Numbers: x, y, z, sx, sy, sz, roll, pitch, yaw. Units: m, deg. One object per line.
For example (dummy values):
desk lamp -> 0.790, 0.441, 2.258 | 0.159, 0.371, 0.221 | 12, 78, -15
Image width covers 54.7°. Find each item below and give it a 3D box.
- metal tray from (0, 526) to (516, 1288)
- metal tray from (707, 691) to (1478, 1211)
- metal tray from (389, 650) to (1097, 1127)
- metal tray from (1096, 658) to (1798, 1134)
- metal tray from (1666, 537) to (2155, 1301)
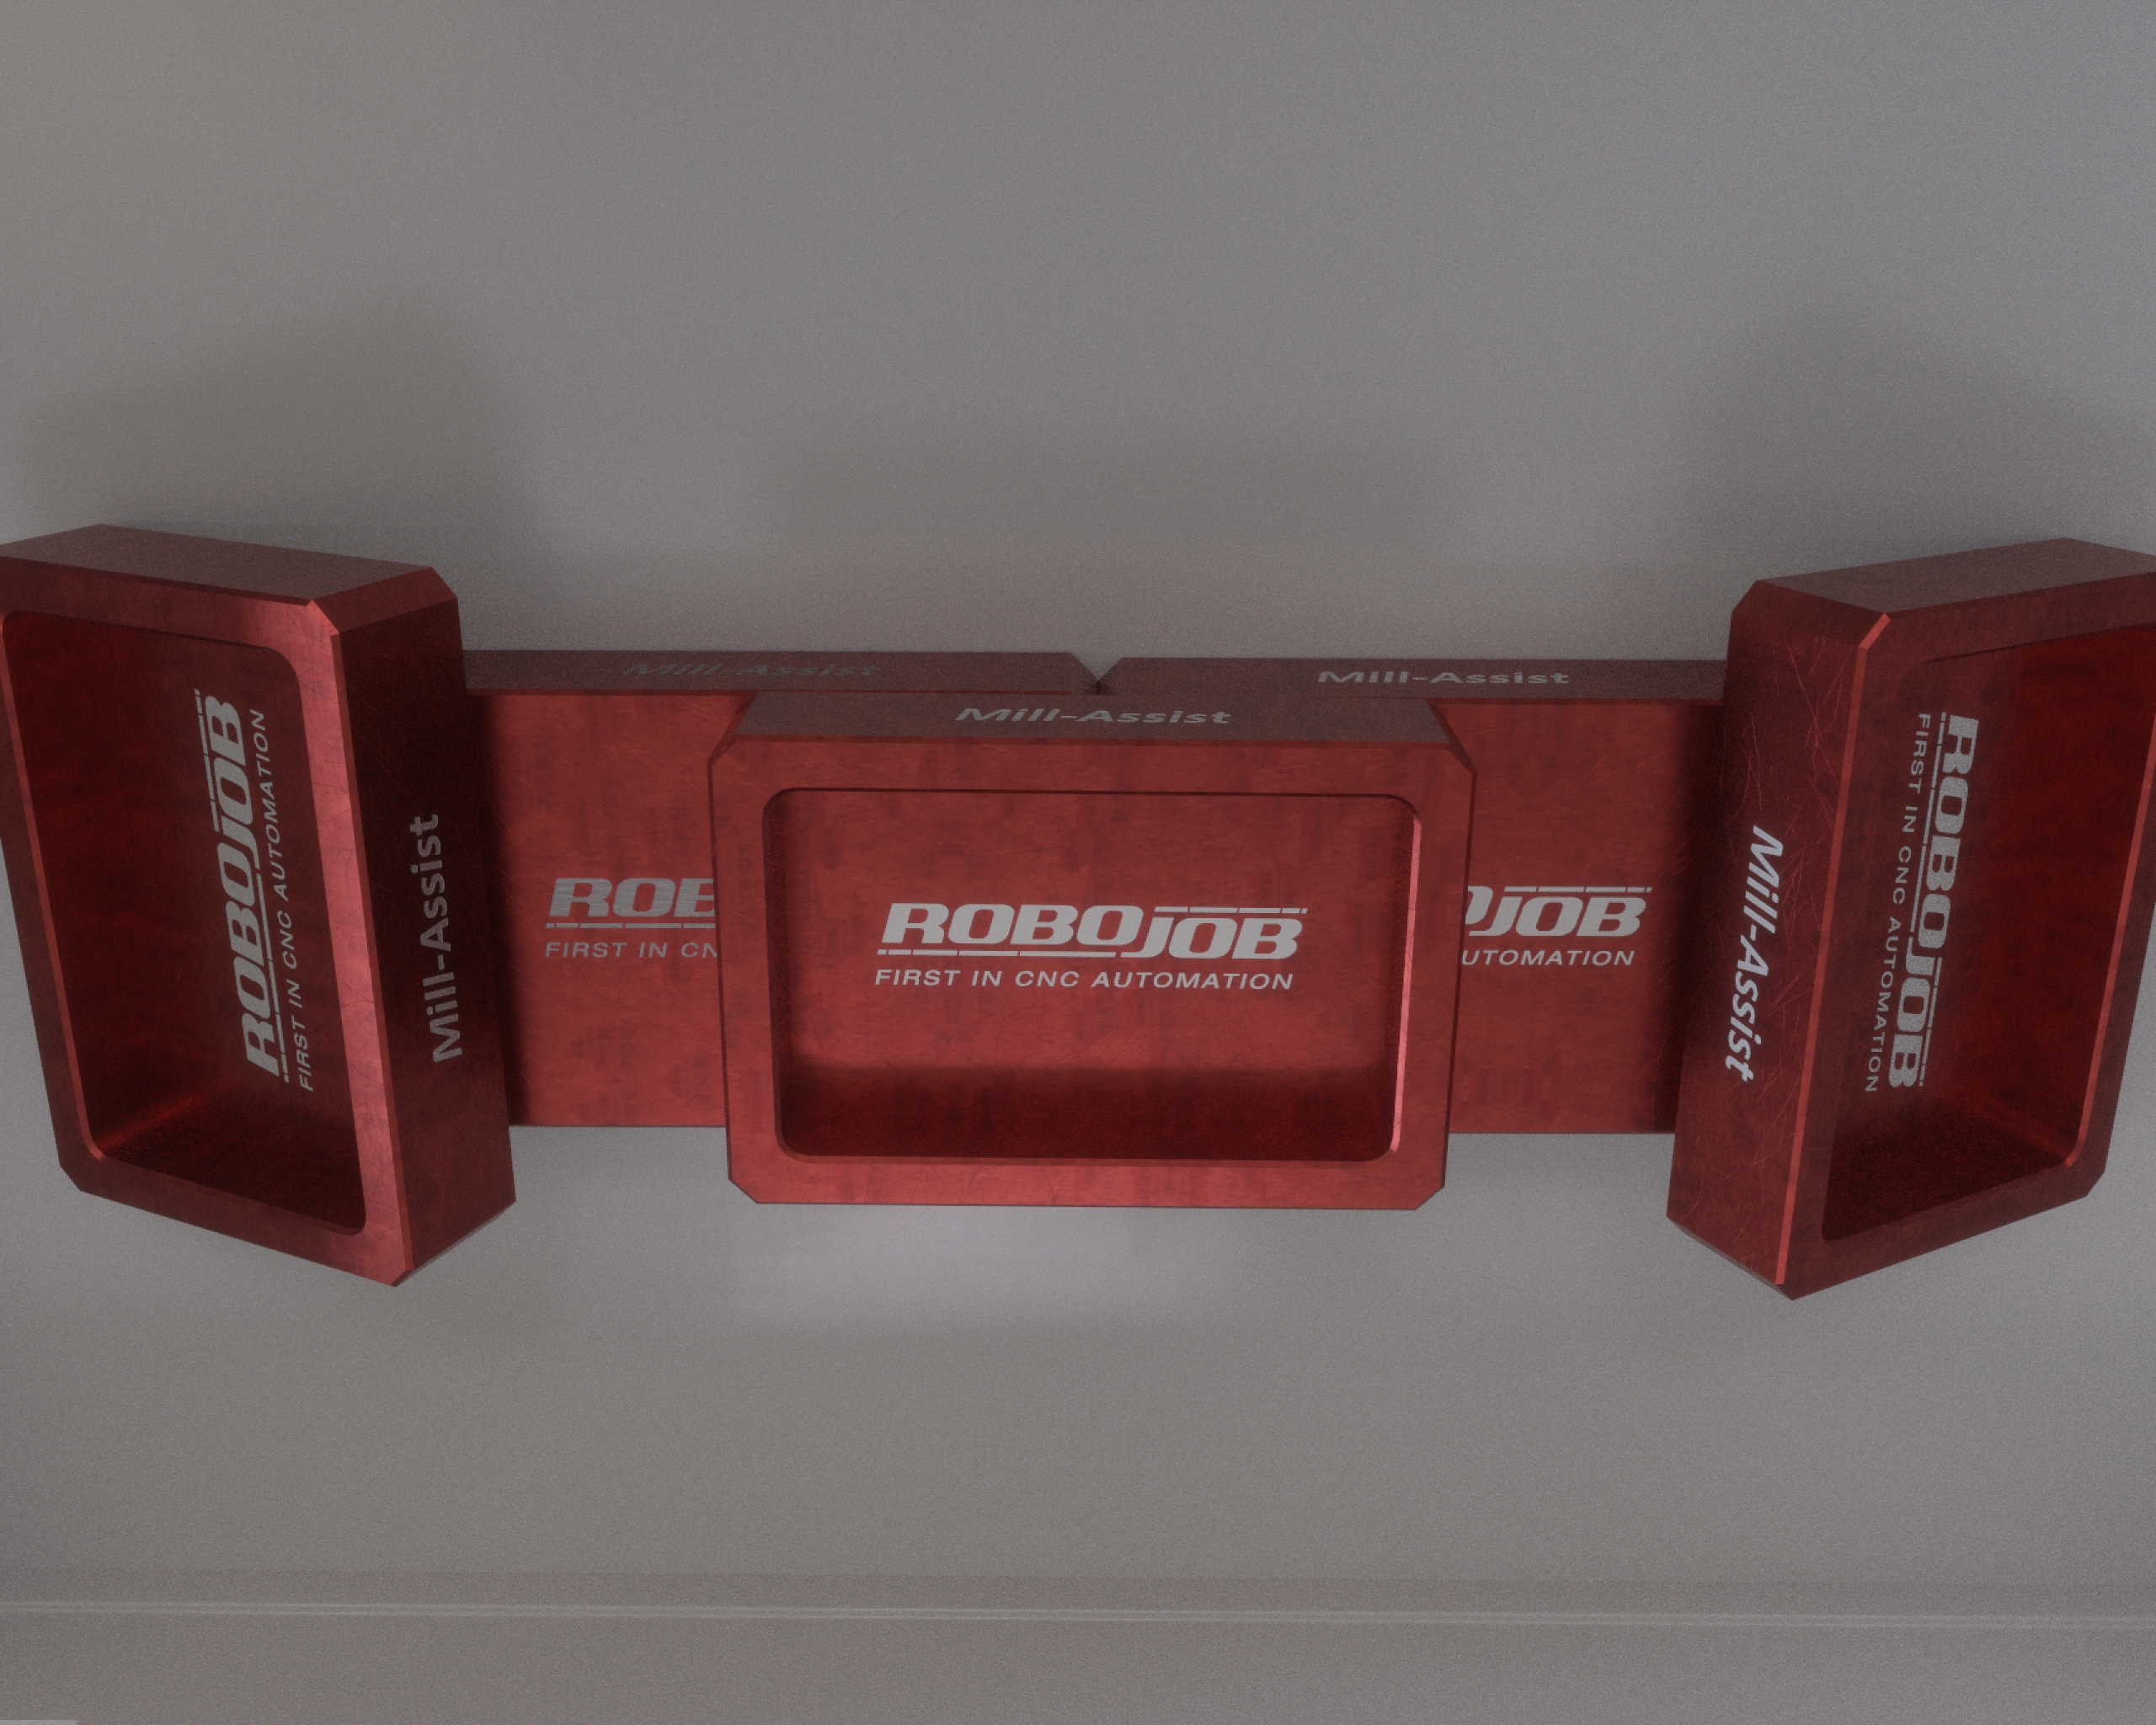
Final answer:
metal tray -> -0.155, 0.007, 0.389 | 0.090, 0.030, 0.129 | 10, 112, 23
metal tray -> 0.002, 0.016, 0.381 | 0.131, 0.030, 0.089 | 1, 110, 0
metal tray -> -0.062, 0.006, 0.409 | 0.131, 0.030, 0.089 | 0, 110, 0
metal tray -> 0.069, 0.007, 0.411 | 0.131, 0.030, 0.089 | 0, 110, 0
metal tray -> 0.160, 0.009, 0.391 | 0.091, 0.030, 0.129 | -11, 113, -27
